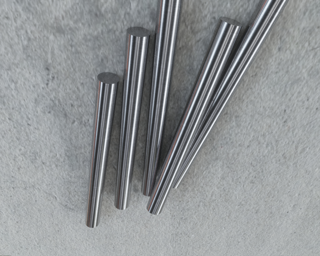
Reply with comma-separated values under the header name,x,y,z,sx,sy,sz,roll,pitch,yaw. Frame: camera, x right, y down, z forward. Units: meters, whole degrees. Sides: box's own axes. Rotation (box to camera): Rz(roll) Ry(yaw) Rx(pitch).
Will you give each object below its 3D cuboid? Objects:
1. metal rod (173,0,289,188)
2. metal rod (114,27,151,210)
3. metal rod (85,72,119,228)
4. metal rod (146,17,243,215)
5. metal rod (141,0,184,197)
name,x,y,z,sx,sy,sz,roll,pitch,yaw
metal rod,0.068,-0.025,0.386,0.025,0.025,0.298,14,129,-12
metal rod,-0.043,0.012,0.417,0.025,0.025,0.298,6,130,-5
metal rod,-0.089,0.054,0.451,0.025,0.025,0.298,9,130,-8
metal rod,0.032,0.008,0.399,0.025,0.025,0.298,12,125,-11
metal rod,-0.003,-0.015,0.394,0.025,0.025,0.298,4,130,-4
